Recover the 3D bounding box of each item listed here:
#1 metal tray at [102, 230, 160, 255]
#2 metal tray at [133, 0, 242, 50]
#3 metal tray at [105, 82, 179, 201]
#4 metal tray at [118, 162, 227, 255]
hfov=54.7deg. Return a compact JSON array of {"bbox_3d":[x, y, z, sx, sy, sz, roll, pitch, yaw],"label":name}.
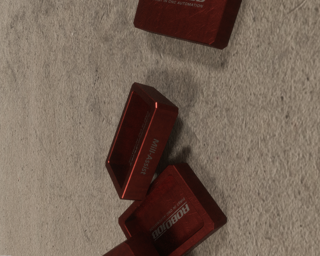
[{"bbox_3d":[-0.017,0.203,0.386,0.130,0.030,0.090,55,135,12],"label":"metal tray"},{"bbox_3d":[0.032,-0.154,0.374,0.130,0.030,0.089,26,106,36],"label":"metal tray"},{"bbox_3d":[-0.029,0.016,0.400,0.090,0.030,0.129,47,120,57],"label":"metal tray"},{"bbox_3d":[0.009,0.117,0.391,0.129,0.030,0.090,-50,61,28],"label":"metal tray"}]
